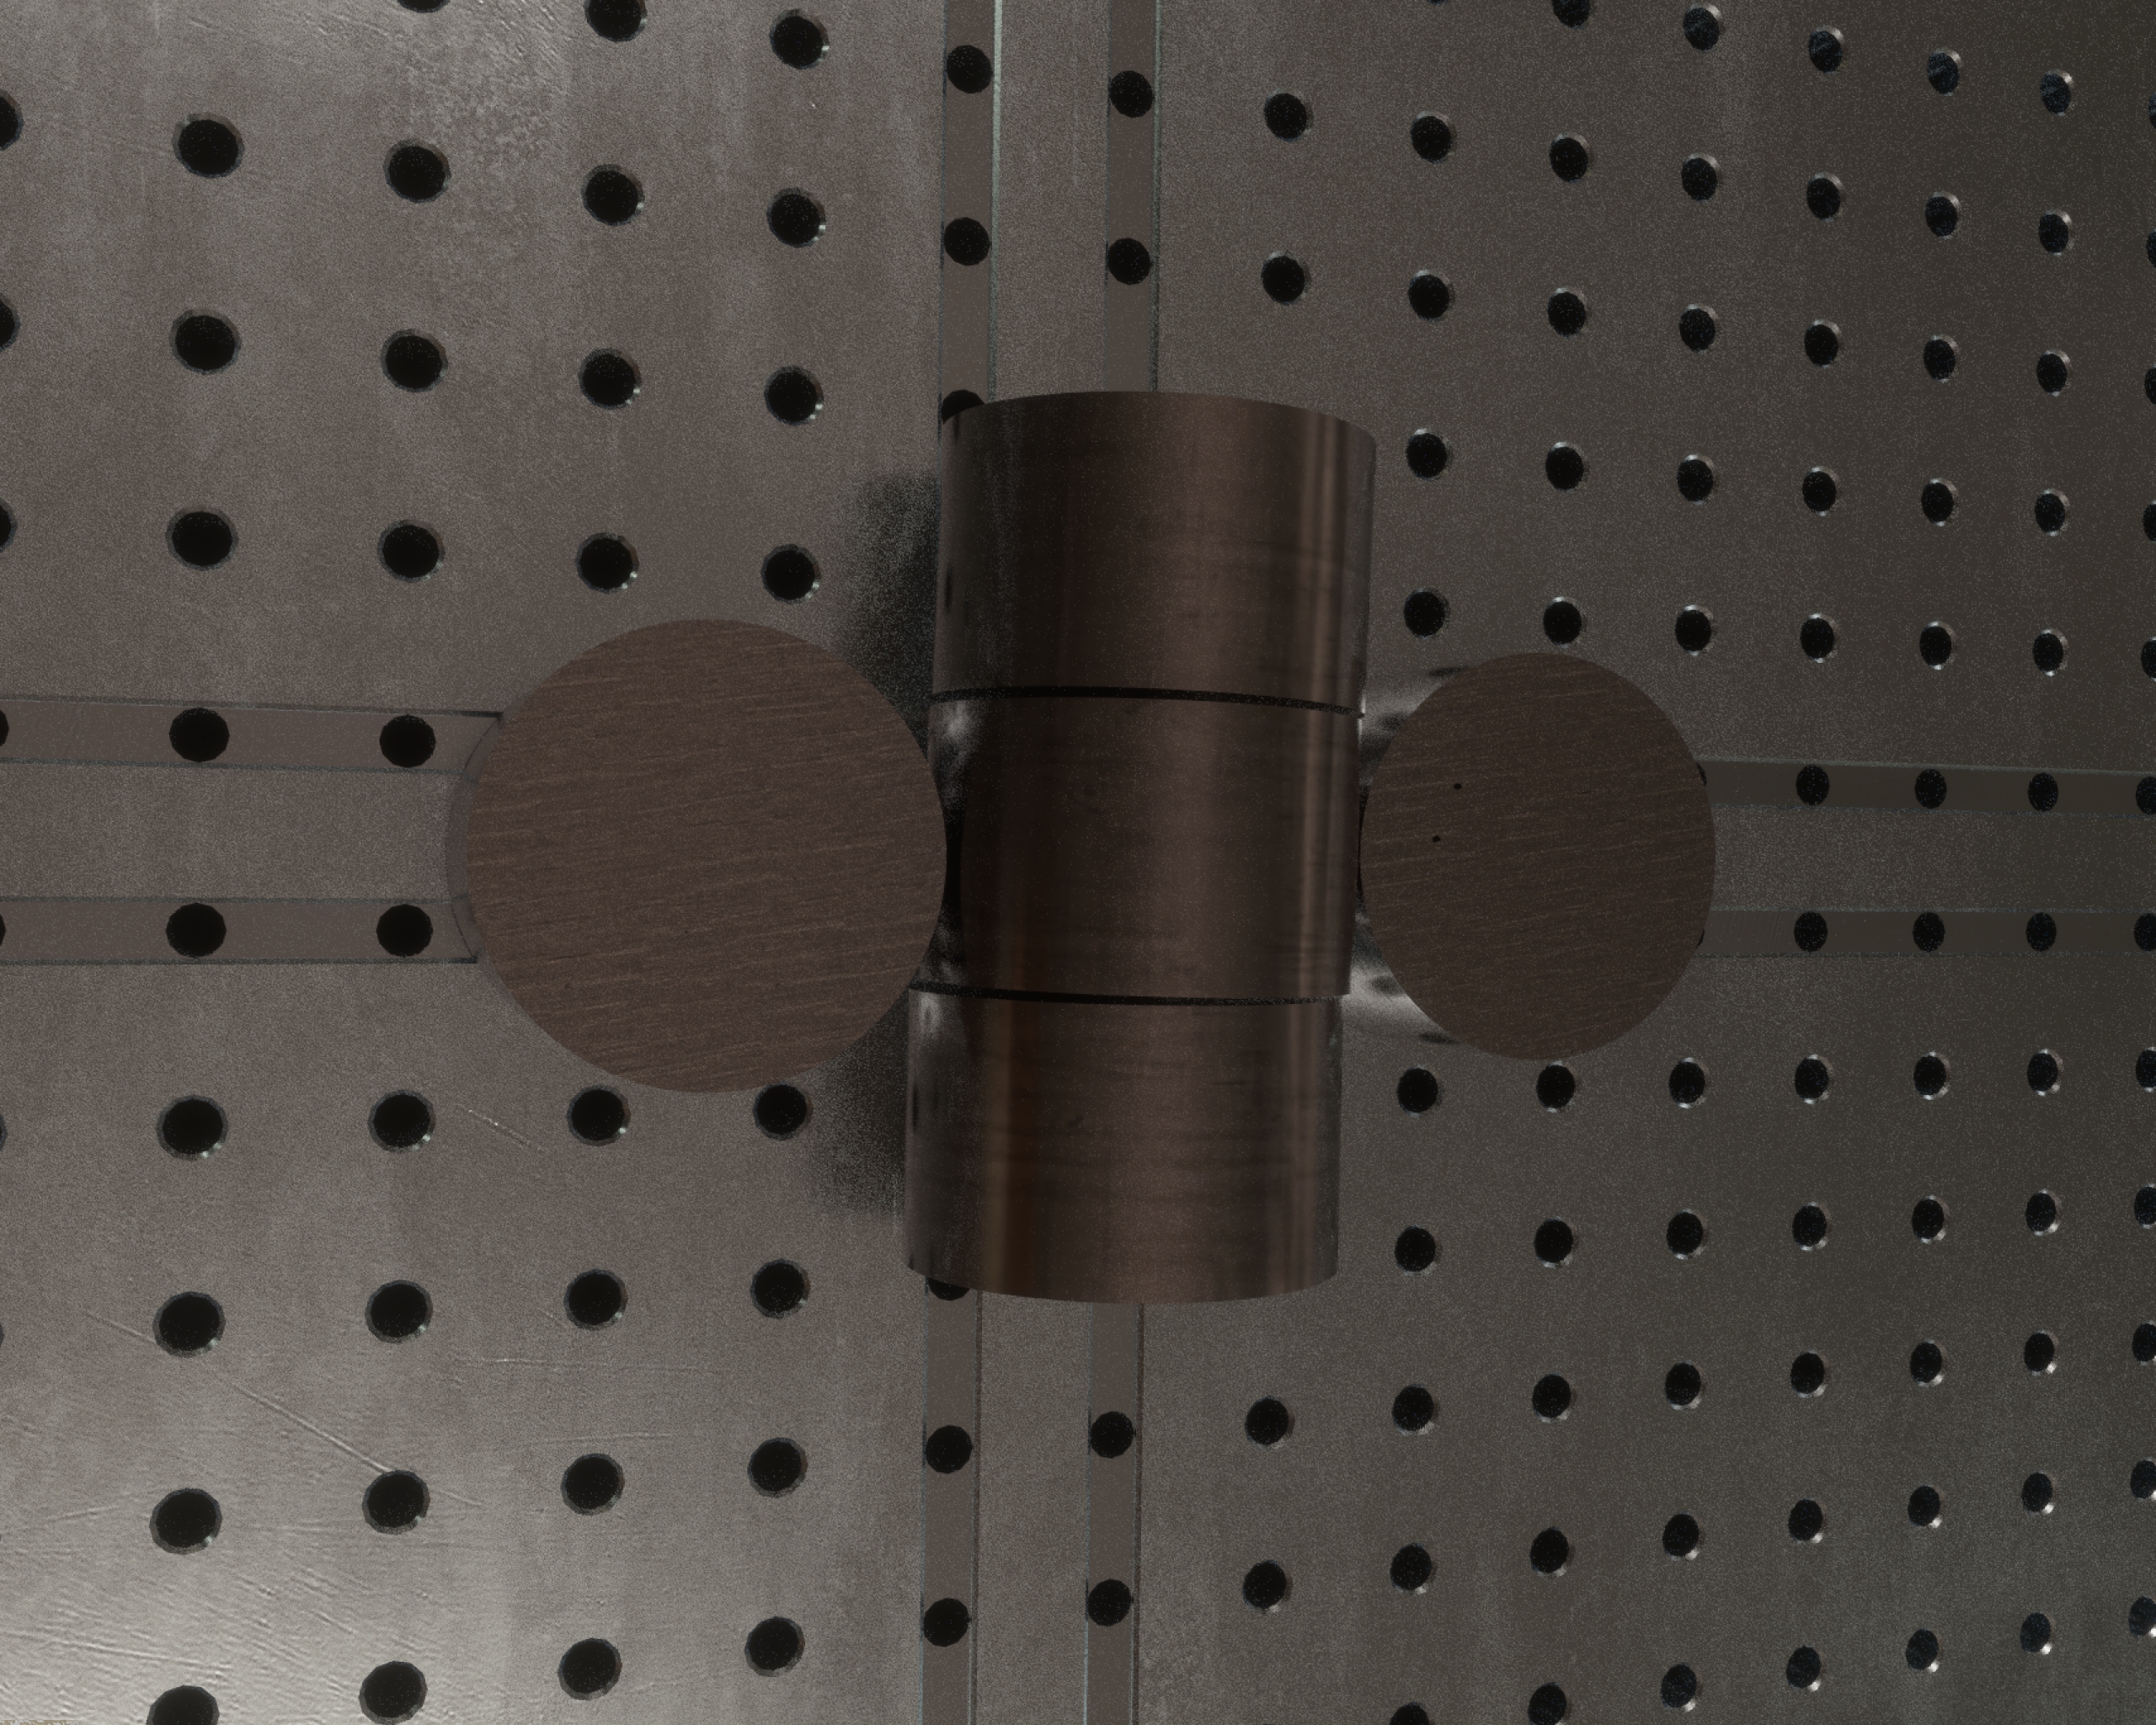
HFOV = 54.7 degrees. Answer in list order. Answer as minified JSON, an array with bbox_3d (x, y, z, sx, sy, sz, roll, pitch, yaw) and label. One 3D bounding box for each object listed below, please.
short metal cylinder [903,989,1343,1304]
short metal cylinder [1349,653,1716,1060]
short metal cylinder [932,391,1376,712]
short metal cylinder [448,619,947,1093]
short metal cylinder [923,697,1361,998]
[{"bbox_3d":[0.008,0.049,0.387,0.081,0.080,0.050,1,90,-20],"label":"short metal cylinder"},{"bbox_3d":[0.082,-0.001,0.430,0.081,0.050,0.079,0,90,-21],"label":"short metal cylinder"},{"bbox_3d":[0.014,-0.054,0.389,0.081,0.080,0.050,3,89,-20],"label":"short metal cylinder"},{"bbox_3d":[-0.069,-0.001,0.374,0.081,0.050,0.079,0,90,-21],"label":"short metal cylinder"},{"bbox_3d":[0.012,-0.002,0.388,0.081,0.080,0.050,2,90,-20],"label":"short metal cylinder"}]
